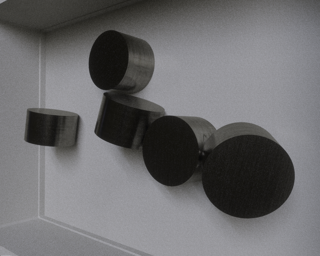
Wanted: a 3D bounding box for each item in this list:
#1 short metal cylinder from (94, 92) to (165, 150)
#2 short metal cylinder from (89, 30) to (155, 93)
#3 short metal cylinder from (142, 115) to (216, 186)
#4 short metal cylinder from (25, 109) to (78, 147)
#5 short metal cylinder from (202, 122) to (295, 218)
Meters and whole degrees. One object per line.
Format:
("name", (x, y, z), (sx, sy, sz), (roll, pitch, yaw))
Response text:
("short metal cylinder", (-0.039, -0.011, 0.401), (0.080, 0.081, 0.050), (26, 107, 36))
("short metal cylinder", (-0.054, -0.091, 0.433), (0.080, 0.050, 0.079), (0, 90, 39))
("short metal cylinder", (0.026, 0.026, 0.368), (0.080, 0.050, 0.079), (0, 90, 39))
("short metal cylinder", (-0.181, -0.002, 0.517), (0.080, 0.081, 0.050), (14, 99, 39))
("short metal cylinder", (0.081, 0.039, 0.299), (0.080, 0.050, 0.079), (1, 104, 6))
